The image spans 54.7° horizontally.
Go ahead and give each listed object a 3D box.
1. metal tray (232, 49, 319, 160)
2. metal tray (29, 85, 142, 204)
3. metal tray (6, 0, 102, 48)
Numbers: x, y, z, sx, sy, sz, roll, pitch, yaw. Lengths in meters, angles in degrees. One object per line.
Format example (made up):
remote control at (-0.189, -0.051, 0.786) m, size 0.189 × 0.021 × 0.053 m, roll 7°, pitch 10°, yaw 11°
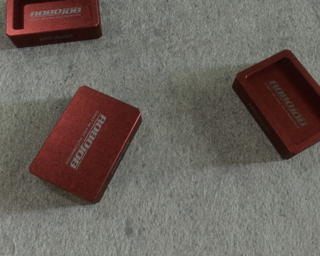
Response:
metal tray at (0.172, -0.034, 0.419) m, size 0.090 × 0.030 × 0.130 m, roll -27°, pitch 73°, yaw -10°
metal tray at (-0.091, 0.019, 0.397) m, size 0.090 × 0.030 × 0.130 m, roll 24°, pitch 71°, yaw 8°
metal tray at (-0.158, -0.174, 0.466) m, size 0.131 × 0.030 × 0.090 m, roll -8°, pitch 70°, yaw -4°
